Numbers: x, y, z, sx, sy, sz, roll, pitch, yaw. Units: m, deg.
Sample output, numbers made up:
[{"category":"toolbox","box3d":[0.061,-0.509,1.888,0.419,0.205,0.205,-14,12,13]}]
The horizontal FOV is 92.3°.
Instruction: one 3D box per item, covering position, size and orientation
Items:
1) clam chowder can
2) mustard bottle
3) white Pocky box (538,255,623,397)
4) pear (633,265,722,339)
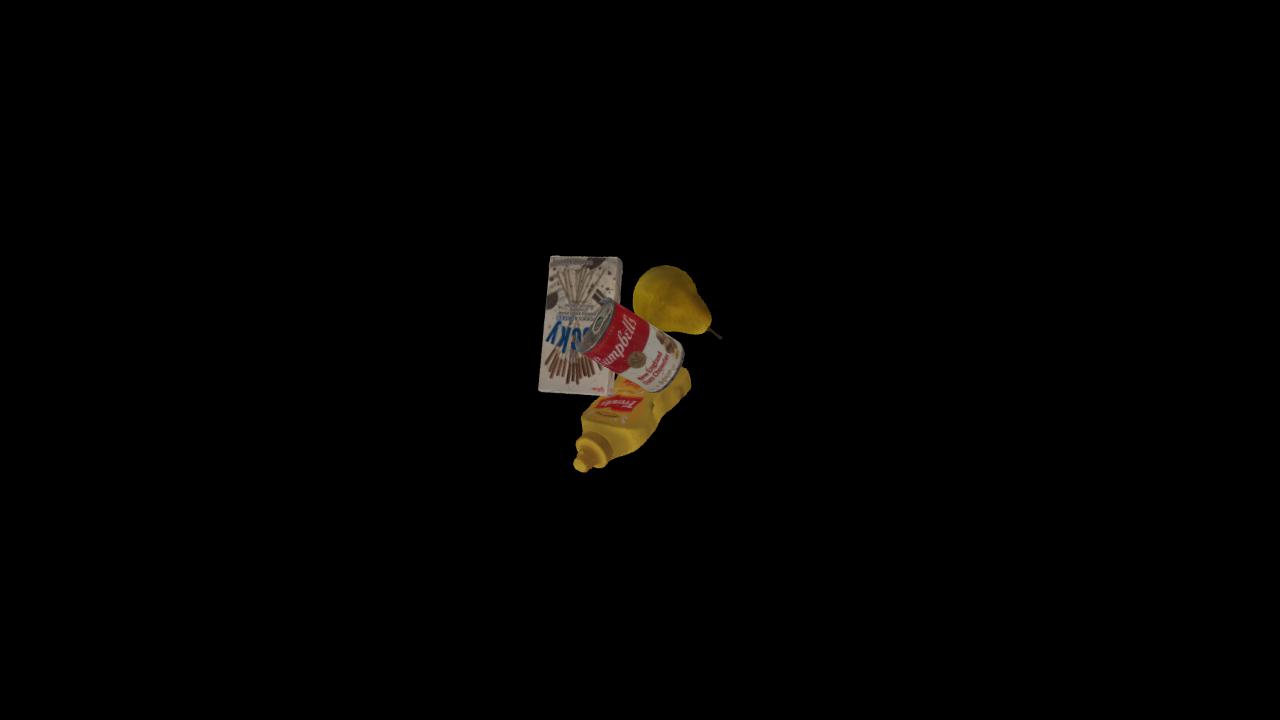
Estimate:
[{"category":"clam chowder can","box3d":[-0.010,-0.014,0.671,0.102,0.068,0.068,31,-15,-27]},{"category":"mustard bottle","box3d":[-0.019,0.066,0.720,0.092,0.054,0.184,14,40,29]},{"category":"white Pocky box","box3d":[-0.066,-0.038,0.685,0.084,0.154,0.028,3,-4,15]},{"category":"pear","box3d":[0.046,-0.059,0.706,0.111,0.080,0.080,30,12,21]}]
